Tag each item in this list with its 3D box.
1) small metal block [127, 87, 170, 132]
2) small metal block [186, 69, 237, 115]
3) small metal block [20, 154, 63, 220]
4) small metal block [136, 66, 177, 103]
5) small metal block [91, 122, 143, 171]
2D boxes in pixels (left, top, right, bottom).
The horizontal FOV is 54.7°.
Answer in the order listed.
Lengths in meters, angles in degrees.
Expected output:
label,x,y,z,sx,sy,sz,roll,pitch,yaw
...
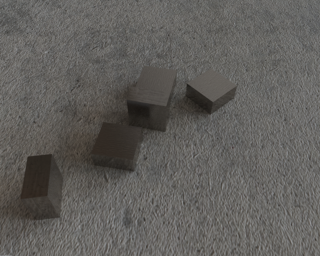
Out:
label,x,y,z,sx,sy,sz,roll,pitch,yaw
small metal block,-0.014,-0.024,0.407,0.050,0.050,0.025,10,51,8
small metal block,0.074,-0.054,0.449,0.050,0.025,0.050,-34,58,-25
small metal block,-0.124,0.064,0.332,0.025,0.050,0.050,-6,50,-5
small metal block,-0.005,-0.063,0.456,0.050,0.025,0.050,10,51,8
small metal block,-0.051,0.023,0.384,0.050,0.025,0.050,8,50,6
